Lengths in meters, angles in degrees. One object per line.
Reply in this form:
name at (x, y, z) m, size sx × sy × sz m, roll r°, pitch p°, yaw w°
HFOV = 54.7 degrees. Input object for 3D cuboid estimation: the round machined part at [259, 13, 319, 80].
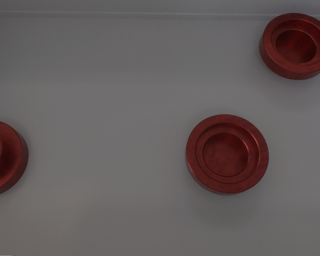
round machined part at (0.190, -0.111, 0.442) m, size 0.099 × 0.042 × 0.098 m, roll 0°, pitch 70°, yaw 0°

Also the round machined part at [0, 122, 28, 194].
round machined part at (-0.222, 0.035, 0.386) m, size 0.099 × 0.042 × 0.098 m, roll 0°, pitch 70°, yaw 0°

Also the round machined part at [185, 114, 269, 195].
round machined part at (0.080, 0.035, 0.388) m, size 0.099 × 0.042 × 0.098 m, roll 0°, pitch 70°, yaw 0°
